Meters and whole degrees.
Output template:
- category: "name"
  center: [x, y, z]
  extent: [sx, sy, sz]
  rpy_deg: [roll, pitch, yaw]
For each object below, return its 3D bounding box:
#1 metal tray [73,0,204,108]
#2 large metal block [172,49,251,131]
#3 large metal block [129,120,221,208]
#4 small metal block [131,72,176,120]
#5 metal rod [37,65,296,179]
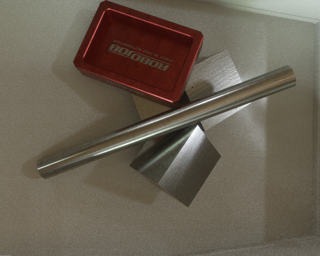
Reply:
- category: "metal tray"
  center: [-0.024, -0.088, 0.370]
  extent: [0.131, 0.030, 0.090]
  rpy_deg: [21, 82, 7]
- category: "large metal block"
  center: [0.064, -0.050, 0.422]
  extent: [0.080, 0.050, 0.080]
  rpy_deg: [-30, 100, -18]
- category: "large metal block"
  center: [0.022, 0.041, 0.389]
  extent: [0.080, 0.050, 0.080]
  rpy_deg: [-55, 137, -12]
- category: "small metal block"
  center: [-0.006, -0.039, 0.395]
  extent: [0.050, 0.025, 0.050]
  rpy_deg: [-22, 85, 5]
- category: "metal rod"
  center: [0.004, -0.005, 0.352]
  extent: [0.301, 0.025, 0.025]
  rpy_deg: [-21, 98, 4]
